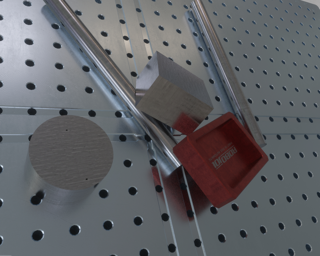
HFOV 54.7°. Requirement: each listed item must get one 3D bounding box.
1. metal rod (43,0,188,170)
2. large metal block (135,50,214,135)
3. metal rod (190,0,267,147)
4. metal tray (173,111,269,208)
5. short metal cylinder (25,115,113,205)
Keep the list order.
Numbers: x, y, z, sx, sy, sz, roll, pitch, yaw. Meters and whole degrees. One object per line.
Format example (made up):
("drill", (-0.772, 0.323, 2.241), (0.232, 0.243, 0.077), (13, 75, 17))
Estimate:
("metal rod", (-0.063, -0.071, 0.416), (0.025, 0.025, 0.300), (-32, 80, -38))
("large metal block", (0.016, -0.046, 0.404), (0.080, 0.050, 0.080), (29, 28, -20))
("metal rod", (0.109, -0.103, 0.529), (0.025, 0.025, 0.299), (-3, 63, -30))
("metal tray", (0.085, 0.035, 0.410), (0.090, 0.030, 0.131), (53, 39, 9))
("short metal cylinder", (-0.095, 0.033, 0.321), (0.081, 0.050, 0.080), (14, 56, -21))
